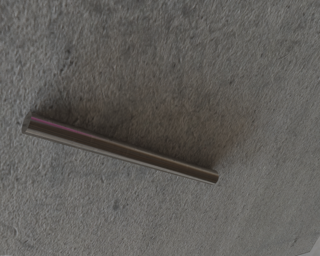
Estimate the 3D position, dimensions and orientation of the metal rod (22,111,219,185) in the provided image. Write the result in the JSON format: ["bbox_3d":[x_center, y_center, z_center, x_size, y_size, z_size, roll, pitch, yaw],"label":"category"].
[{"bbox_3d":[-0.027,0.037,0.416,0.302,0.025,0.025,21,107,-36],"label":"metal rod"}]
